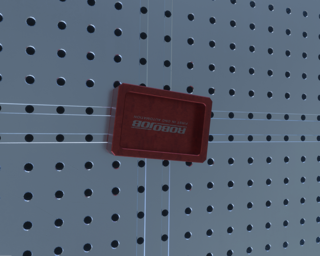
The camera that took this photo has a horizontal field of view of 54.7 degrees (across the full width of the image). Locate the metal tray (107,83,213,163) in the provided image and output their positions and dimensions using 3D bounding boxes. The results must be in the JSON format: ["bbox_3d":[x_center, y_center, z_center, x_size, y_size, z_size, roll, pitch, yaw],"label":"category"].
[{"bbox_3d":[0.002,-0.004,0.411,0.131,0.030,0.089,7,88,-20],"label":"metal tray"}]
